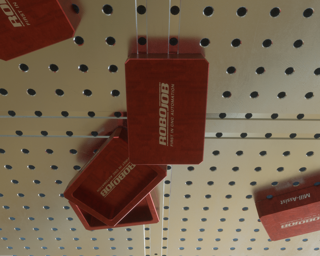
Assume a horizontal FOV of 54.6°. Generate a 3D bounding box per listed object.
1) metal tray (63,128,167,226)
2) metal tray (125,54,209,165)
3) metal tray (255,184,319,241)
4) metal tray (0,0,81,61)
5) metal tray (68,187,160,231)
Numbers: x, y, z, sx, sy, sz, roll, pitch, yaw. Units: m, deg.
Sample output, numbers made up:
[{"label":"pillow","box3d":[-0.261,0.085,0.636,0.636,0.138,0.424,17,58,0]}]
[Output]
[{"label":"metal tray","box3d":[-0.063,0.073,0.443,0.090,0.030,0.130,38,111,-14]},{"label":"metal tray","box3d":[0.008,-0.020,0.367,0.090,0.030,0.129,0,113,0]},{"label":"metal tray","box3d":[0.243,0.147,0.535,0.130,0.030,0.090,-21,127,17]},{"label":"metal tray","box3d":[-0.147,-0.136,0.291,0.090,0.030,0.130,-16,129,13]},{"label":"metal tray","box3d":[-0.072,0.127,0.515,0.131,0.030,0.090,-8,130,7]}]
